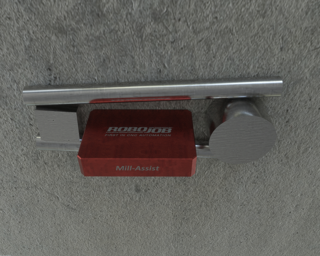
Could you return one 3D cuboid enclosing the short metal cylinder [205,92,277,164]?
[{"bbox_3d":[0.099,0.000,0.393,0.081,0.050,0.079,0,130,0],"label":"short metal cylinder"}]

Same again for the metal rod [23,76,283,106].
[{"bbox_3d":[-0.009,-0.044,0.371,0.302,0.025,0.025,-2,130,1],"label":"metal rod"}]

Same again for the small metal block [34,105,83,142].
[{"bbox_3d":[-0.129,-0.009,0.400,0.050,0.025,0.050,3,130,-3],"label":"small metal block"}]

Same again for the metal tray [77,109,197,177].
[{"bbox_3d":[-0.025,0.016,0.377,0.131,0.090,0.030,0,130,0],"label":"metal tray"}]

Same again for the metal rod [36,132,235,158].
[{"bbox_3d":[-0.014,0.025,0.430,0.302,0.025,0.025,3,130,-3],"label":"metal rod"}]
